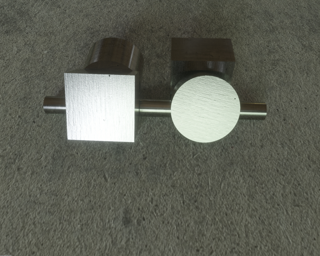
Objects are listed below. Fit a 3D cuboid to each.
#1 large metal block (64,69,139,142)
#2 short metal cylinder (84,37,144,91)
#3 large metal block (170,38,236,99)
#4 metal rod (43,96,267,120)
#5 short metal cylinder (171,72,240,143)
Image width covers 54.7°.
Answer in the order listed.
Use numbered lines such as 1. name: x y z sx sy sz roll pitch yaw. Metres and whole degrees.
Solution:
1. large metal block: -0.069 -0.030 0.385 0.080 0.079 0.050 2 16 1
2. short metal cylinder: -0.065 -0.078 0.434 0.080 0.080 0.050 3 50 2
3. large metal block: 0.055 -0.077 0.434 0.080 0.080 0.050 1 50 1
4. metal rod: -0.007 -0.028 0.430 0.302 0.025 0.025 2 50 1
5. short metal cylinder: 0.054 -0.027 0.385 0.080 0.079 0.050 1 15 1
